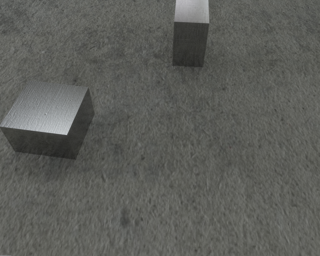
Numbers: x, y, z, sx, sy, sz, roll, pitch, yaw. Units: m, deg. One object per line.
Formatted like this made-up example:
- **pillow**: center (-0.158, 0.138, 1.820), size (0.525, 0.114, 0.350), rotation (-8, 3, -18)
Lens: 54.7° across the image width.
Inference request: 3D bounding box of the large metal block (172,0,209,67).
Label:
- **large metal block**: center (0.048, -0.156, 0.499), size (0.050, 0.080, 0.080), rotation (4, 50, 3)

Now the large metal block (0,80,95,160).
- **large metal block**: center (-0.138, -0.011, 0.395), size (0.080, 0.050, 0.080), rotation (7, 50, 5)
